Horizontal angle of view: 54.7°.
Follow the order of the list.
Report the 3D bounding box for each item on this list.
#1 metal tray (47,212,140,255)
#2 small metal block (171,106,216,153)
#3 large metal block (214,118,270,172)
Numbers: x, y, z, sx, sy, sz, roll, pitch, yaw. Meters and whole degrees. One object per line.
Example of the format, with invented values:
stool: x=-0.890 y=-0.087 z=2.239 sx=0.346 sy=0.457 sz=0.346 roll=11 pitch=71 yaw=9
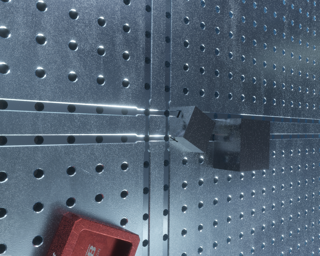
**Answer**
metal tray: x=-0.084 y=0.168 z=0.335 sx=0.090 sy=0.030 sz=0.130 roll=32 pitch=70 yaw=-36
small metal block: x=0.049 y=0.002 z=0.450 sx=0.050 sy=0.025 sz=0.050 roll=36 pitch=68 yaw=-34
large metal block: x=0.135 y=0.027 z=0.505 sx=0.081 sy=0.050 sz=0.080 roll=3 pitch=88 yaw=-40
